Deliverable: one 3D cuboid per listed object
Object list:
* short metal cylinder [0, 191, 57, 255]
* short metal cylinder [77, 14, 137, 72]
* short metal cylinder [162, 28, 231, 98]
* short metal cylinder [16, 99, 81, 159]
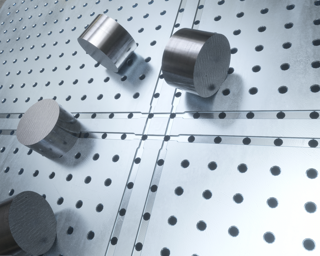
[{"bbox_3d":[-0.178,0.126,0.389,0.050,0.080,0.080,-24,53,14],"label":"short metal cylinder"},{"bbox_3d":[-0.085,-0.136,0.501,0.080,0.080,0.050,29,78,37],"label":"short metal cylinder"},{"bbox_3d":[0.048,-0.085,0.400,0.050,0.080,0.080,24,75,36],"label":"short metal cylinder"},{"bbox_3d":[-0.173,0.001,0.482,0.080,0.050,0.080,-13,56,21],"label":"short metal cylinder"}]
